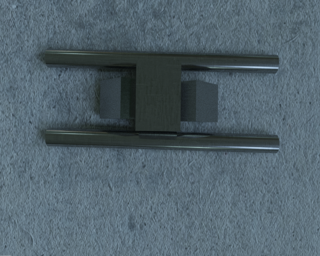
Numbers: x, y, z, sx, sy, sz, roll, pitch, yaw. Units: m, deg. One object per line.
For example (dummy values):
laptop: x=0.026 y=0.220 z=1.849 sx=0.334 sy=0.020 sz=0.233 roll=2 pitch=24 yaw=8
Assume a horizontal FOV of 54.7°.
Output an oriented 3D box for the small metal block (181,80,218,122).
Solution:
small metal block: x=0.051 y=-0.033 z=0.398 sx=0.025 sy=0.050 sz=0.050 roll=0 pitch=90 yaw=41

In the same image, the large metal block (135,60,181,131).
large metal block: x=-0.002 y=-0.037 z=0.386 sx=0.050 sy=0.080 sz=0.079 roll=1 pitch=90 yaw=0

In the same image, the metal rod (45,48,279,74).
metal rod: x=0.003 y=-0.089 z=0.411 sx=0.302 sy=0.025 sz=0.025 roll=1 pitch=90 yaw=-1

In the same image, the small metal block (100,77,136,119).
small metal block: x=-0.053 y=-0.037 z=0.397 sx=0.025 sy=0.050 sz=0.050 roll=1 pitch=91 yaw=-40

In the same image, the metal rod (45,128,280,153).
metal rod: x=0.004 y=0.017 z=0.411 sx=0.302 sy=0.025 sz=0.025 roll=2 pitch=90 yaw=-1
